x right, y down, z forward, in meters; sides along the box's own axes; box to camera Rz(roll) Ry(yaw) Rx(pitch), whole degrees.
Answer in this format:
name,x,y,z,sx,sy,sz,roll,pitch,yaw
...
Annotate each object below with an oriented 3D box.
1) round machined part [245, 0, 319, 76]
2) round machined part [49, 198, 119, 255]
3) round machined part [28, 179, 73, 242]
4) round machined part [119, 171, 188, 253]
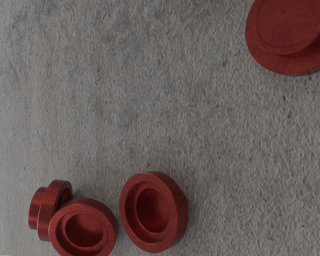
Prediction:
name,x,y,z,sx,sy,sz,roll,pitch,yaw
round machined part,0.125,-0.100,0.290,0.098,0.042,0.097,0,90,40
round machined part,-0.111,0.149,0.465,0.099,0.042,0.097,1,103,4
round machined part,-0.179,0.132,0.503,0.042,0.098,0.097,8,96,1
round machined part,-0.004,0.104,0.397,0.098,0.042,0.097,0,90,40
